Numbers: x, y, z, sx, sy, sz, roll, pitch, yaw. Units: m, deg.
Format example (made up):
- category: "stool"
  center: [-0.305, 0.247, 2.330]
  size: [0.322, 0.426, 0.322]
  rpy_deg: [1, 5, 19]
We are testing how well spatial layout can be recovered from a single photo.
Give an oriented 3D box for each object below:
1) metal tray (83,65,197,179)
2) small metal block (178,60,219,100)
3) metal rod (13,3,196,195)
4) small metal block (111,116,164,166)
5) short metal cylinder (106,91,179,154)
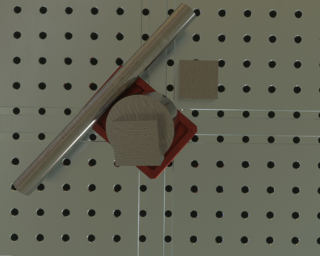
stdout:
- category: "metal tray"
  center: [-0.028, -0.008, 0.410]
  size: [0.130, 0.030, 0.090]
  rpy_deg: [41, 90, 0]
- category: "small metal block"
  center: [0.050, -0.063, 0.414]
  size: [0.050, 0.025, 0.050]
  rpy_deg: [1, 90, 0]
- category: "metal rod"
  center: [-0.067, -0.035, 0.382]
  size: [0.025, 0.025, 0.300]
  rpy_deg: [43, 90, 0]
- category: "small metal block"
  center: [-0.024, 0.014, 0.344]
  size: [0.050, 0.025, 0.050]
  rpy_deg: [-2, 102, 11]
- category: "short metal cylinder"
  center: [-0.019, -0.004, 0.378]
  size: [0.080, 0.050, 0.079]
  rpy_deg: [2, 102, 10]
